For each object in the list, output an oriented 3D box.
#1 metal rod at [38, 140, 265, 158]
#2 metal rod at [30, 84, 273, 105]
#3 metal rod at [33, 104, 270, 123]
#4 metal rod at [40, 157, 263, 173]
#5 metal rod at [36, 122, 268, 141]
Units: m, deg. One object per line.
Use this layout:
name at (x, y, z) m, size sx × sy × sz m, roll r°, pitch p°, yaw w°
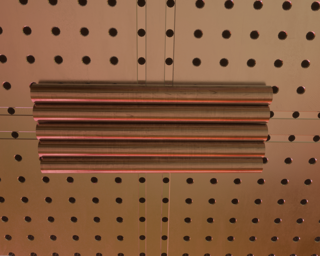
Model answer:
metal rod at (-0.010, 0.028, 0.423) m, size 0.302 × 0.025 × 0.025 m, roll 0°, pitch 110°, yaw -1°
metal rod at (-0.009, -0.043, 0.397) m, size 0.302 × 0.025 × 0.025 m, roll 0°, pitch 110°, yaw -1°
metal rod at (-0.010, -0.020, 0.406) m, size 0.302 × 0.025 × 0.025 m, roll 0°, pitch 110°, yaw -1°
metal rod at (-0.010, 0.050, 0.432) m, size 0.302 × 0.025 × 0.025 m, roll 0°, pitch 110°, yaw -1°
metal rod at (-0.010, 0.005, 0.415) m, size 0.302 × 0.025 × 0.025 m, roll 0°, pitch 110°, yaw -1°
